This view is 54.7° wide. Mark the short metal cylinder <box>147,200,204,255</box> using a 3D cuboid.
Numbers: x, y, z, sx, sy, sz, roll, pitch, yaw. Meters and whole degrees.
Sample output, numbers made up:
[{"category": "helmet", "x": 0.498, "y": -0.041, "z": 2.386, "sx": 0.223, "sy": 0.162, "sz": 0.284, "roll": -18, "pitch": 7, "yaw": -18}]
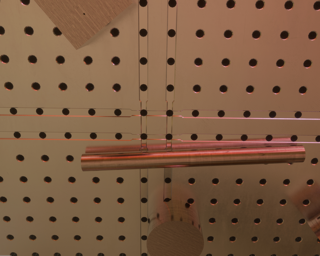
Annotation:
[{"category": "short metal cylinder", "x": 0.021, "y": 0.154, "z": 0.457, "sx": 0.081, "sy": 0.050, "sz": 0.079, "roll": 0, "pitch": 110, "yaw": 0}]

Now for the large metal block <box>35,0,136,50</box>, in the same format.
[{"category": "large metal block", "x": -0.085, "y": -0.147, "z": 0.345, "sx": 0.080, "sy": 0.050, "sz": 0.080, "roll": -36, "pitch": 106, "yaw": 12}]

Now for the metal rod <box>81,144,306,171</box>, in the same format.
[{"category": "metal rod", "x": 0.044, "y": 0.041, "z": 0.428, "sx": 0.302, "sy": 0.025, "sz": 0.025, "roll": -2, "pitch": 110, "yaw": 0}]

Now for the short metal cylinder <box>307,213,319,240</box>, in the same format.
[{"category": "short metal cylinder", "x": 0.260, "y": 0.154, "z": 0.443, "sx": 0.050, "sy": 0.080, "sz": 0.080, "roll": -41, "pitch": 105, "yaw": 14}]
